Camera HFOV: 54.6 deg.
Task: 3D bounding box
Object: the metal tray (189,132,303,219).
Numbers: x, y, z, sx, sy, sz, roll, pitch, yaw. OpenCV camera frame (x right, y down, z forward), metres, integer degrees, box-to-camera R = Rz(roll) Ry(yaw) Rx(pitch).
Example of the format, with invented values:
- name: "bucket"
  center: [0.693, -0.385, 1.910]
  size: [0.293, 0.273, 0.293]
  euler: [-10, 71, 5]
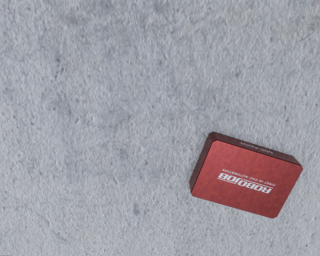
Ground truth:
- name: "metal tray"
  center: [0.117, 0.067, 0.433]
  size: [0.131, 0.030, 0.089]
  euler: [17, 109, -7]
